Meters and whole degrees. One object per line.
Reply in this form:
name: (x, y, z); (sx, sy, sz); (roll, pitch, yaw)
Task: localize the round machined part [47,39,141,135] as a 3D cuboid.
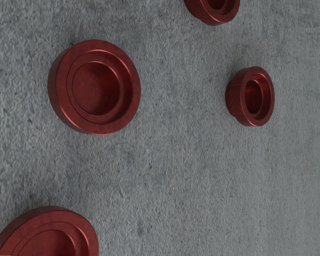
round machined part: (-0.072, -0.042, 0.333); (0.099, 0.042, 0.097); (0, 90, -40)

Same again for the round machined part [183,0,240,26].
round machined part: (0.071, -0.198, 0.452); (0.099, 0.042, 0.097); (0, 90, -40)

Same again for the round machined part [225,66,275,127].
round machined part: (0.146, -0.051, 0.516); (0.099, 0.042, 0.097); (0, 90, -40)

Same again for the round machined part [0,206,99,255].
round machined part: (-0.113, 0.124, 0.299); (0.099, 0.042, 0.097); (0, 90, -40)
